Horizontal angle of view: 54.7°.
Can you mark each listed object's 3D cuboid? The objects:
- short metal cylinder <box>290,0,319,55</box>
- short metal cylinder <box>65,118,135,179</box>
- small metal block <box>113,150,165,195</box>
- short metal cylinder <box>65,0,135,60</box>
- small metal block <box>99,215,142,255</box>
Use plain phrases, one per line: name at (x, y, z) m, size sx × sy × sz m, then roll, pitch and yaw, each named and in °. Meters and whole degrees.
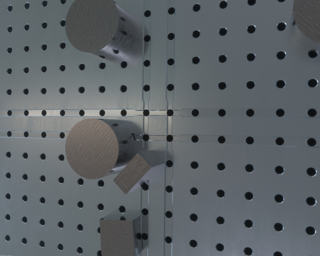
short metal cylinder at (0.185, -0.124, 0.334) m, size 0.080 × 0.050 × 0.079 m, roll 0°, pitch 90°, yaw 20°
short metal cylinder at (-0.081, 0.027, 0.428) m, size 0.080 × 0.050 × 0.079 m, roll 0°, pitch 90°, yaw 20°
small metal block at (-0.026, 0.057, 0.409) m, size 0.025 × 0.050 × 0.050 m, roll 46°, pitch 104°, yaw 14°
short metal cylinder at (-0.081, -0.139, 0.428) m, size 0.080 × 0.050 × 0.079 m, roll 0°, pitch 90°, yaw 20°
small metal block at (-0.054, 0.150, 0.432) m, size 0.050 × 0.025 × 0.050 m, roll -4°, pitch 89°, yaw 20°
